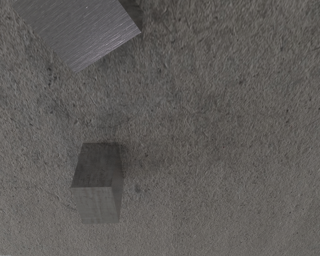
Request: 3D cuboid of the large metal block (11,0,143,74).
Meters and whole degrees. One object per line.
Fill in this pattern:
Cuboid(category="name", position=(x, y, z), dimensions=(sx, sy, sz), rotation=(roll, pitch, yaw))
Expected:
Cuboid(category="large metal block", position=(-0.073, -0.112, 0.294), dimensions=(0.080, 0.050, 0.080), rotation=(-27, 126, 20))

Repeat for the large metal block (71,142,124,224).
Cuboid(category="large metal block", position=(-0.083, 0.077, 0.436), dimensions=(0.050, 0.080, 0.079), rotation=(-1, 130, 1))
